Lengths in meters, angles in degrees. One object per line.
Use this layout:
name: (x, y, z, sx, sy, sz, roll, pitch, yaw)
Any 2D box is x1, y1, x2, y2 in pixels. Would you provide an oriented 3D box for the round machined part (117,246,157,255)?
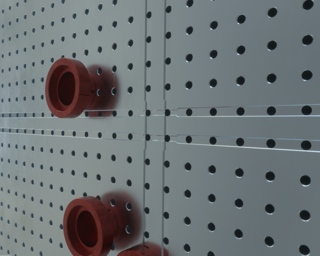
round machined part: (-0.036, 0.218, 0.426, 0.098, 0.042, 0.097, 0, 90, 39)

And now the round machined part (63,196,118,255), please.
round machined part: (-0.104, 0.155, 0.482, 0.098, 0.042, 0.097, 0, 90, 39)

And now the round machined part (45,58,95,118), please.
round machined part: (-0.146, -0.065, 0.515, 0.098, 0.042, 0.097, 0, 90, 39)
